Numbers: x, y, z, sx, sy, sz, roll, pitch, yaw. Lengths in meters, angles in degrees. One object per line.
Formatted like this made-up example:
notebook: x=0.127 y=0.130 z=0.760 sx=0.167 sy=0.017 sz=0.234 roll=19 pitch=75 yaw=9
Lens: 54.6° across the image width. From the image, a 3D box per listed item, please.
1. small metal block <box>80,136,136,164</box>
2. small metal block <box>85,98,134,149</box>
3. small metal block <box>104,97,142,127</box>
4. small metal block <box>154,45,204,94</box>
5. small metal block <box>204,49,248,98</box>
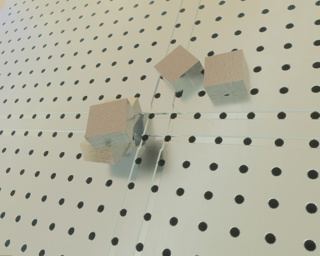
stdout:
small metal block: x=-0.069 y=0.023 z=0.415 sx=0.050 sy=0.025 sz=0.050 roll=3 pitch=24 yaw=29
small metal block: x=-0.061 y=-0.006 z=0.384 sx=0.050 sy=0.025 sz=0.050 roll=-11 pitch=52 yaw=13
small metal block: x=-0.059 y=-0.018 z=0.435 sx=0.050 sy=0.025 sz=0.050 roll=-2 pitch=34 yaw=19
small metal block: x=0.027 y=-0.085 z=0.447 sx=0.050 sy=0.025 sz=0.050 roll=-40 pitch=51 yaw=1
small metal block: x=0.086 y=-0.071 z=0.407 sx=0.050 sy=0.025 sz=0.050 roll=-8 pitch=58 yaw=24
